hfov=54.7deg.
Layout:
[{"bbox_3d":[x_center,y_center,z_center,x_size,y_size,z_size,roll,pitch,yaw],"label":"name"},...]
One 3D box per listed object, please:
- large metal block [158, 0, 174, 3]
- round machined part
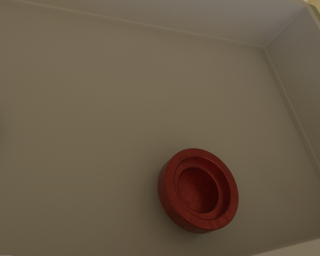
[{"bbox_3d":[-0.011,-0.281,0.559,0.081,0.050,0.080,-2,63,-29],"label":"large metal block"},{"bbox_3d":[0.041,0.077,0.372,0.099,0.042,0.098,14,56,-21],"label":"round machined part"}]
